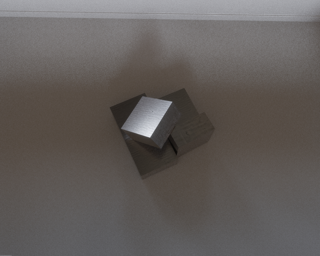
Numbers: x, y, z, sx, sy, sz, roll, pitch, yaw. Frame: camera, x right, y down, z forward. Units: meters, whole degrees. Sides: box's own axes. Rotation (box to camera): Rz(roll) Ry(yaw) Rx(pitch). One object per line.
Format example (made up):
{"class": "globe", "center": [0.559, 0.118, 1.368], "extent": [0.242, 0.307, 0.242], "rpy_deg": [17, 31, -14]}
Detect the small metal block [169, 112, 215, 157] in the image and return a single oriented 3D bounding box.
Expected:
{"class": "small metal block", "center": [0.037, 0.010, 0.391], "extent": [0.050, 0.050, 0.025], "rpy_deg": [-27, 73, -10]}

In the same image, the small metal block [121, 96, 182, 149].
{"class": "small metal block", "center": [-0.010, -0.008, 0.371], "extent": [0.050, 0.025, 0.050], "rpy_deg": [15, 66, 42]}

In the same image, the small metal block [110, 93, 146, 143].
{"class": "small metal block", "center": [-0.032, -0.011, 0.412], "extent": [0.050, 0.025, 0.050], "rpy_deg": [-24, 72, -9]}

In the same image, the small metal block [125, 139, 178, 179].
{"class": "small metal block", "center": [-0.011, 0.031, 0.397], "extent": [0.050, 0.025, 0.050], "rpy_deg": [-24, 72, -9]}

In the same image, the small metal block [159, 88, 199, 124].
{"class": "small metal block", "center": [0.020, -0.019, 0.415], "extent": [0.050, 0.025, 0.050], "rpy_deg": [-24, 72, -9]}
